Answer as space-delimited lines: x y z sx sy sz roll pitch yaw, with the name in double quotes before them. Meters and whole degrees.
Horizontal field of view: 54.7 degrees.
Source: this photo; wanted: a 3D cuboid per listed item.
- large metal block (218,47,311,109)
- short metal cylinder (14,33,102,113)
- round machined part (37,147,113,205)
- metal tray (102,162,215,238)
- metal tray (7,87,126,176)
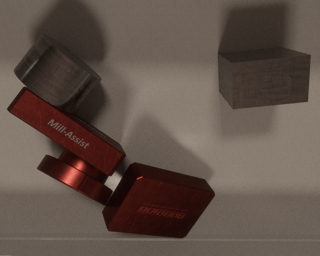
"large metal block" 0.116 -0.061 0.361 0.080 0.080 0.050 -6 110 2
"short metal cylinder" -0.115 -0.062 0.354 0.080 0.080 0.050 39 96 -13
"round machined part" -0.104 0.059 0.403 0.098 0.098 0.042 32 72 -12
"metal tray" 0.000 0.102 0.420 0.131 0.030 0.089 19 111 -33
"metal tray" -0.106 0.002 0.373 0.130 0.090 0.030 36 87 -13
